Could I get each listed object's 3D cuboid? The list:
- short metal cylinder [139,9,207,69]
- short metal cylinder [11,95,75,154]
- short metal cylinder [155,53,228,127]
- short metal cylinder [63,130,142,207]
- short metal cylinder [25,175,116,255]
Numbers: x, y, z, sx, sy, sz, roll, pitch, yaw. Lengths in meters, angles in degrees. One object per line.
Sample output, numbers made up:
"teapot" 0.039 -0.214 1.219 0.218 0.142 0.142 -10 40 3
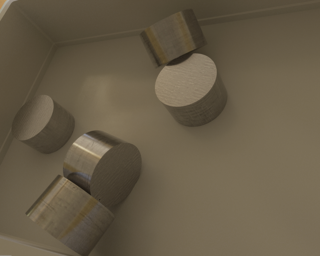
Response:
"short metal cylinder" 0.019 -0.122 0.428 0.080 0.050 0.080 -25 8 4
"short metal cylinder" -0.184 -0.005 0.490 0.080 0.050 0.080 -13 56 21
"short metal cylinder" 0.041 -0.048 0.398 0.080 0.050 0.080 -13 56 21
"short metal cylinder" -0.068 0.048 0.377 0.050 0.080 0.080 21 73 36
"short metal cylinder" -0.096 0.095 0.338 0.080 0.080 0.050 20 63 35
